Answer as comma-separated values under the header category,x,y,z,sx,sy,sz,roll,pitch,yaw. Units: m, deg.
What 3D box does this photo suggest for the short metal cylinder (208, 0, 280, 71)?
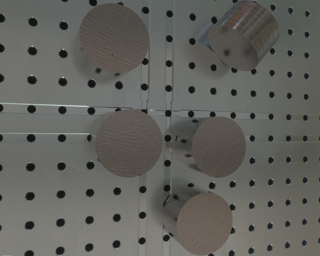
category,x,y,z,sx,sy,sz,roll,pitch,yaw
short metal cylinder,0.114,-0.125,0.425,0.080,0.080,0.050,44,76,-15

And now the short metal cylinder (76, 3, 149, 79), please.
category,x,y,z,sx,sy,sz,roll,pitch,yaw
short metal cylinder,-0.059,-0.103,0.377,0.081,0.050,0.079,0,90,-20

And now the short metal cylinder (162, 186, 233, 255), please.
category,x,y,z,sx,sy,sz,roll,pitch,yaw
short metal cylinder,0.049,0.122,0.418,0.081,0.050,0.079,0,90,-20

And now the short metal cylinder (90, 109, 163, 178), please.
category,x,y,z,sx,sy,sz,roll,pitch,yaw
short metal cylinder,-0.043,0.018,0.383,0.081,0.050,0.079,0,90,-20

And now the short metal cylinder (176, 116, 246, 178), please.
category,x,y,z,sx,sy,sz,roll,pitch,yaw
short metal cylinder,0.069,0.025,0.425,0.081,0.050,0.079,0,90,-20
